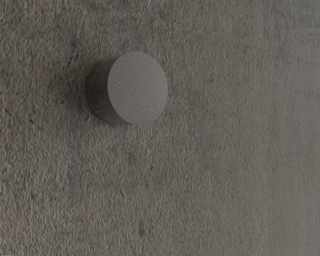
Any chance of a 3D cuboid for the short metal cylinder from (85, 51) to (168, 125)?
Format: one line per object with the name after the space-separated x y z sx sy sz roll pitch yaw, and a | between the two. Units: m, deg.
-0.038 -0.043 0.356 0.081 0.050 0.080 0 90 -40 | short metal cylinder
